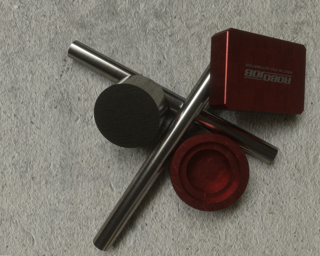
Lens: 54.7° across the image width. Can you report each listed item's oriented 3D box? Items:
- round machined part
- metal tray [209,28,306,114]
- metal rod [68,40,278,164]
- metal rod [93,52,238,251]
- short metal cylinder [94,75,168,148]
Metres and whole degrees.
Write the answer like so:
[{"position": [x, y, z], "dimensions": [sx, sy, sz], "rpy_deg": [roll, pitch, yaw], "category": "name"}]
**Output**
[{"position": [0.062, 0.055, 0.403], "dimensions": [0.099, 0.042, 0.097], "rpy_deg": [0, 90, 0], "category": "round machined part"}, {"position": [0.123, -0.064, 0.381], "dimensions": [0.131, 0.030, 0.089], "rpy_deg": [2, 90, -28], "category": "metal tray"}, {"position": [0.017, -0.034, 0.412], "dimensions": [0.301, 0.025, 0.025], "rpy_deg": [28, 90, 0], "category": "metal rod"}, {"position": [0.004, 0.030, 0.394], "dimensions": [0.025, 0.025, 0.299], "rpy_deg": [33, 96, 0], "category": "metal rod"}, {"position": [-0.034, -0.022, 0.385], "dimensions": [0.080, 0.050, 0.079], "rpy_deg": [4, 111, 11], "category": "short metal cylinder"}]
